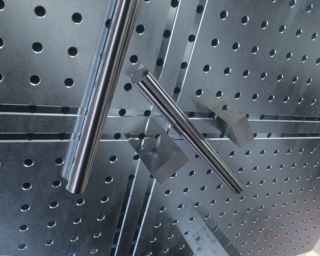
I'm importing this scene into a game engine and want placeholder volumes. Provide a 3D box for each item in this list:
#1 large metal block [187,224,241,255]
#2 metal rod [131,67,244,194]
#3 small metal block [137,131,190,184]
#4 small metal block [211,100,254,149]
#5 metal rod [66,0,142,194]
[{"bbox_3d":[0.110,0.238,0.582,0.050,0.080,0.080,-47,129,5],"label":"large metal block"},{"bbox_3d":[0.056,0.023,0.455,0.025,0.025,0.300,-43,130,1],"label":"metal rod"},{"bbox_3d":[0.004,0.039,0.421,0.050,0.050,0.025,-39,129,-2],"label":"small metal block"},{"bbox_3d":[0.105,-0.006,0.449,0.025,0.050,0.050,-36,129,-4],"label":"small metal block"},{"bbox_3d":[-0.060,-0.053,0.345,0.025,0.025,0.298,7,115,-32],"label":"metal rod"}]
